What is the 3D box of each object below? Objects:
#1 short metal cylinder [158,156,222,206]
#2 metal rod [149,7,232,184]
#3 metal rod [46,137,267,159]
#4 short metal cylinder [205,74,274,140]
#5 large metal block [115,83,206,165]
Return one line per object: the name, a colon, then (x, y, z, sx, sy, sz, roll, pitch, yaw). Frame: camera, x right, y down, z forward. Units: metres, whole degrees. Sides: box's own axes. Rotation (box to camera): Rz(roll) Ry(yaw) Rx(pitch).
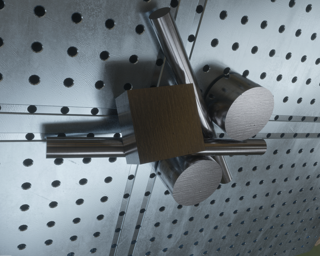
short metal cylinder: (0.043, 0.067, 0.456, 0.081, 0.050, 0.079, -14, 124, -21)
metal rod: (0.054, -0.020, 0.425, 0.025, 0.025, 0.299, -33, 129, -7)
metal rod: (0.011, 0.025, 0.407, 0.303, 0.025, 0.025, 1, 118, -22)
short metal cylinder: (0.110, -0.030, 0.433, 0.081, 0.050, 0.079, -14, 124, -21)
large metal block: (-0.001, -0.004, 0.364, 0.081, 0.050, 0.080, -10, 88, -23)
